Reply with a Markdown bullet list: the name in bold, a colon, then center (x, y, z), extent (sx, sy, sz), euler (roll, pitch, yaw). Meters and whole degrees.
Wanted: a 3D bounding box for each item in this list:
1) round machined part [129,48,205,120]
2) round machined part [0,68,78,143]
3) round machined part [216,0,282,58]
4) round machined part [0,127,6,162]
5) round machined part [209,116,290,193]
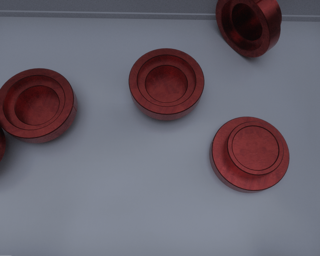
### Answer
- **round machined part**: center (0.009, -0.056, 0.421), extent (0.099, 0.042, 0.098), euler (0, 70, -1)
- **round machined part**: center (-0.158, -0.026, 0.408), extent (0.099, 0.042, 0.098), euler (0, 70, -1)
- **round machined part**: center (0.127, -0.151, 0.427), extent (0.042, 0.098, 0.098), euler (-37, 75, -15)
- **round machined part**: center (-0.231, 0.020, 0.378), extent (0.098, 0.042, 0.097), euler (-1, 86, 19)
- **round machined part**: center (0.115, 0.030, 0.391), extent (0.099, 0.042, 0.098), euler (0, 70, -1)
